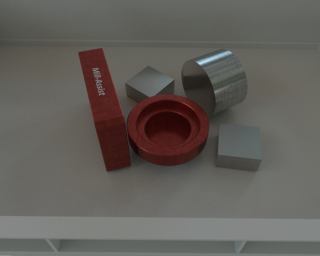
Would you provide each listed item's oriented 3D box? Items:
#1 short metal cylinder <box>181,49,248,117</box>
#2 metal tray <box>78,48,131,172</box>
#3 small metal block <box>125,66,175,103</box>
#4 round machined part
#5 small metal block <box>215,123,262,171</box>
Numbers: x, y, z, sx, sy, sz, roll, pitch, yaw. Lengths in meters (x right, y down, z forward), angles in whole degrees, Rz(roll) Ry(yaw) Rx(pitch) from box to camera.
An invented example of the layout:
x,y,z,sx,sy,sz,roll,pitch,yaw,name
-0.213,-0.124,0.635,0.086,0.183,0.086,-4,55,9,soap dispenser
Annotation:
x,y,z,sx,sy,sz,roll,pitch,yaw,name
0.072,-0.061,0.419,0.050,0.080,0.080,-23,54,-18,short metal cylinder
-0.068,-0.024,0.380,0.030,0.089,0.130,-13,51,-11,metal tray
-0.014,-0.059,0.452,0.050,0.025,0.050,32,57,25,small metal block
0.009,0.007,0.385,0.099,0.042,0.098,0,50,0,round machined part
0.097,0.023,0.385,0.050,0.025,0.050,6,50,7,small metal block
